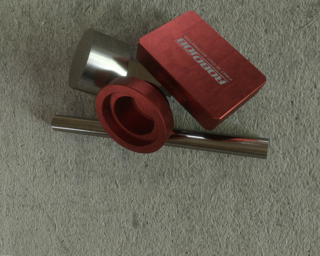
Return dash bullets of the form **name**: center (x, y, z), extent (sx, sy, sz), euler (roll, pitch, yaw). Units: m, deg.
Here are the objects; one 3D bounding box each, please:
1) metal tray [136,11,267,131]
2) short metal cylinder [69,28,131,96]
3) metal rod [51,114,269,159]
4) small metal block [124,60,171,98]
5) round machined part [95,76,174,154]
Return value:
- **metal tray**: center (0.046, -0.071, 0.364), extent (0.090, 0.030, 0.130), euler (-37, 75, -24)
- **short metal cylinder**: center (-0.080, -0.082, 0.404), extent (0.080, 0.050, 0.080), euler (-33, 48, 48)
- **metal rod**: center (-0.014, 0.008, 0.415), extent (0.301, 0.025, 0.025), euler (7, 92, 19)
- **small metal block**: center (-0.011, -0.062, 0.399), extent (0.050, 0.050, 0.025), euler (25, 99, 18)
- **round machined part**: center (-0.027, -0.020, 0.378), extent (0.098, 0.042, 0.097), euler (18, 133, 21)
